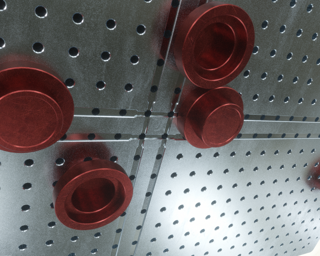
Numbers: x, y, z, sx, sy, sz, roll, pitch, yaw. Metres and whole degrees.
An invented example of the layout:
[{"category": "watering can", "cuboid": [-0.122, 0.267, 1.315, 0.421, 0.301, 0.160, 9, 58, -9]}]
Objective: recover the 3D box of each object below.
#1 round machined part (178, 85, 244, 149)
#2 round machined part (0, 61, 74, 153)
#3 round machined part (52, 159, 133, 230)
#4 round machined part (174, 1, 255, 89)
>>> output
[{"category": "round machined part", "cuboid": [0.078, -0.012, 0.434, 0.099, 0.042, 0.097, -14, 124, -21]}, {"category": "round machined part", "cuboid": [-0.137, -0.015, 0.316, 0.099, 0.042, 0.097, -14, 124, -21]}, {"category": "round machined part", "cuboid": [-0.088, 0.081, 0.402, 0.099, 0.042, 0.097, -14, 124, -21]}, {"category": "round machined part", "cuboid": [0.060, -0.100, 0.370, 0.099, 0.042, 0.097, -14, 124, -21]}]
